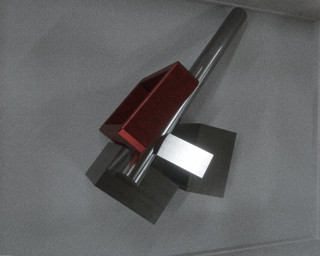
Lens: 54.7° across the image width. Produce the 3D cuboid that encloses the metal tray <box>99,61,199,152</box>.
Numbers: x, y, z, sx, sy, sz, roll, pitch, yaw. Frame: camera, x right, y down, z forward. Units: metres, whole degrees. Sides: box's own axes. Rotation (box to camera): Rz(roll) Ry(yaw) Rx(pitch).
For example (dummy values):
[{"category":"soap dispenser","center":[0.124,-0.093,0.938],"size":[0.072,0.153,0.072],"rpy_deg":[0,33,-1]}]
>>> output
[{"category":"metal tray","center":[-0.019,-0.021,0.346],"size":[0.030,0.130,0.090],"rpy_deg":[42,78,-15]}]

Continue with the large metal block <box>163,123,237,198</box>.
[{"category":"large metal block","center":[0.047,0.039,0.400],"size":[0.050,0.080,0.080],"rpy_deg":[14,85,-20]}]

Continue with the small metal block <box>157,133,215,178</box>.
[{"category":"small metal block","center":[0.029,0.029,0.329],"size":[0.050,0.050,0.025],"rpy_deg":[26,89,13]}]

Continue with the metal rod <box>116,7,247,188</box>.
[{"category":"metal rod","center":[0.041,-0.057,0.377],"size":[0.025,0.025,0.301],"rpy_deg":[43,59,-15]}]

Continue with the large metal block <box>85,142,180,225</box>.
[{"category":"large metal block","center":[-0.036,0.062,0.369],"size":[0.080,0.080,0.050],"rpy_deg":[38,78,-17]}]
